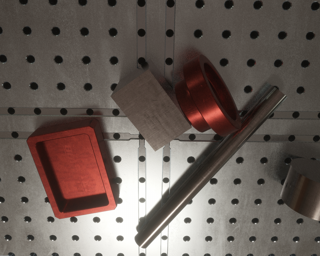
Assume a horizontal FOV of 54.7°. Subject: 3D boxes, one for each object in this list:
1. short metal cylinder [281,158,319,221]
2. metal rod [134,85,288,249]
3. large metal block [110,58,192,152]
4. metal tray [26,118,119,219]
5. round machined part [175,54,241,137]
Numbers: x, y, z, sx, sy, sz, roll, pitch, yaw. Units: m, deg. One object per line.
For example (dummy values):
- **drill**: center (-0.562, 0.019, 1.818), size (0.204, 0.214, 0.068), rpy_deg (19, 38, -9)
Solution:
- **short metal cylinder**: center (0.211, 0.081, 0.417), size (0.081, 0.080, 0.050), rpy_deg (8, 110, -3)
- **metal rod**: center (0.062, 0.064, 0.437), size (0.025, 0.025, 0.299), rpy_deg (36, 106, -13)
- **large metal block**: center (-0.009, -0.031, 0.373), size (0.050, 0.080, 0.080), rpy_deg (-34, 107, 11)
- **metal tray**: center (-0.116, 0.058, 0.430), size (0.090, 0.030, 0.129), rpy_deg (-11, 110, 3)
- **round machined part**: center (0.053, -0.033, 0.365), size (0.042, 0.098, 0.098), rpy_deg (-28, 109, 24)
